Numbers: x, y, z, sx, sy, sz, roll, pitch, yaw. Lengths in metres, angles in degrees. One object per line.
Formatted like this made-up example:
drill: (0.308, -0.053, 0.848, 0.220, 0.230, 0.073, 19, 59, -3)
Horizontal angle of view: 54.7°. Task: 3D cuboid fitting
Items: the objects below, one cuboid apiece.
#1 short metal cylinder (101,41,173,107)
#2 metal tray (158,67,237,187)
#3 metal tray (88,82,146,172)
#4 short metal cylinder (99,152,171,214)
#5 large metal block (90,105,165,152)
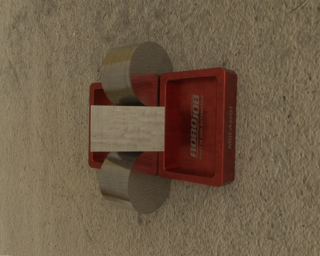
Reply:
short metal cylinder: (-0.027, -0.066, 0.393, 0.050, 0.081, 0.079, 3, 92, 40)
metal tray: (0.043, -0.002, 0.369, 0.090, 0.030, 0.129, 2, 91, 40)
metal tray: (-0.065, -0.003, 0.458, 0.090, 0.030, 0.129, 2, 91, 40)
short metal cylinder: (-0.030, 0.064, 0.395, 0.050, 0.081, 0.079, 3, 92, 40)
large metal block: (-0.041, 0.000, 0.378, 0.080, 0.081, 0.050, -170, 81, -80)
